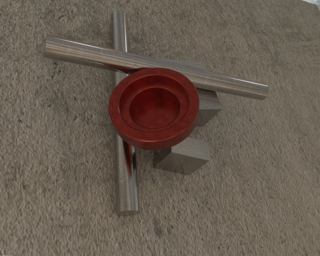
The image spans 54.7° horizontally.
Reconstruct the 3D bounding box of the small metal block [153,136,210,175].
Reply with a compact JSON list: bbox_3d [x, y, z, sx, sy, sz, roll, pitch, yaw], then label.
[{"bbox_3d":[0.025,0.034,0.382,0.050,0.050,0.025,14,56,-21],"label":"small metal block"}]

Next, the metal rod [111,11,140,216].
[{"bbox_3d":[-0.048,-0.039,0.402,0.025,0.025,0.299,8,58,-24],"label":"metal rod"}]

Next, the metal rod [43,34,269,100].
[{"bbox_3d":[0.014,-0.070,0.391,0.302,0.025,0.025,7,59,-25],"label":"metal rod"}]

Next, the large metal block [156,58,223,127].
[{"bbox_3d":[0.029,-0.047,0.434,0.081,0.050,0.080,-2,63,-30],"label":"large metal block"}]

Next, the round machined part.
[{"bbox_3d":[-0.005,-0.018,0.352,0.099,0.042,0.098,-2,59,4],"label":"round machined part"}]
